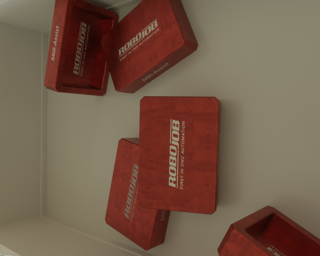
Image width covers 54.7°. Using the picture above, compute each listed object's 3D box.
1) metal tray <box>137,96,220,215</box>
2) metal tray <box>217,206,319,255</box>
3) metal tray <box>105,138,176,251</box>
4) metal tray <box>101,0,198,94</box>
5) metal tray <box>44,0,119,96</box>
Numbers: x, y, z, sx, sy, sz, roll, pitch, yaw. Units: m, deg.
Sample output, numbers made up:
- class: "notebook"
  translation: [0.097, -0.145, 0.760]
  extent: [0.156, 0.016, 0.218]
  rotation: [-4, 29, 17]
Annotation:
- class: "metal tray"
  translation: [0.023, 0.029, 0.361]
  extent: [0.090, 0.030, 0.129]
  rotation: [2, 91, 14]
- class: "metal tray"
  translation: [0.125, 0.124, 0.260]
  extent: [0.130, 0.091, 0.030]
  rotation: [34, 112, 34]
- class: "metal tray"
  translation: [-0.026, 0.086, 0.426]
  extent: [0.090, 0.030, 0.129]
  rotation: [18, 102, 38]
- class: "metal tray"
  translation: [-0.020, -0.115, 0.420]
  extent: [0.130, 0.030, 0.090]
  rotation: [-29, 72, 36]
- class: "metal tray"
  translation: [-0.115, -0.116, 0.459]
  extent: [0.030, 0.091, 0.129]
  rotation: [19, 102, 38]
